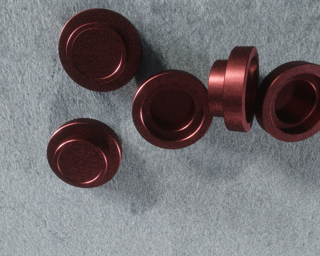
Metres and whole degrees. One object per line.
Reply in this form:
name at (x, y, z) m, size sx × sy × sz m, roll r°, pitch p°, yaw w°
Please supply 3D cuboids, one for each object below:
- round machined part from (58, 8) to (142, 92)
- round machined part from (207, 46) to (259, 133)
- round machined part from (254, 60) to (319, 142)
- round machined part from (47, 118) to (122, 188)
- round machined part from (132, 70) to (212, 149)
round machined part at (-0.071, -0.090, 0.367) m, size 0.099 × 0.042 × 0.097 m, roll 0°, pitch 110°, yaw -1°
round machined part at (0.085, -0.045, 0.361) m, size 0.042 × 0.099 × 0.097 m, roll 6°, pitch 112°, yaw 25°
round machined part at (0.162, -0.035, 0.384) m, size 0.099 × 0.042 × 0.097 m, roll -4°, pitch 112°, yaw -10°
round machined part at (-0.102, 0.039, 0.414) m, size 0.099 × 0.042 × 0.097 m, roll 0°, pitch 110°, yaw -1°
round machined part at (0.015, -0.026, 0.392) m, size 0.099 × 0.042 × 0.097 m, roll 0°, pitch 110°, yaw -1°
